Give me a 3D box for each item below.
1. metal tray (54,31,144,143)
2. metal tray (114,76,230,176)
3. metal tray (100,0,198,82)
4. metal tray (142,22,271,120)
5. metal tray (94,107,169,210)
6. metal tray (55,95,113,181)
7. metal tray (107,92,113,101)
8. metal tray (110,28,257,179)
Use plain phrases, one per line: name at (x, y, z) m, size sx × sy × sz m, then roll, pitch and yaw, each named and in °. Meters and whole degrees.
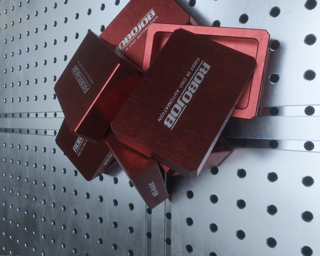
metal tray at (-0.077, -0.053, 0.356) m, size 0.090 × 0.030 × 0.130 m, roll -54°, pitch 37°, yaw 10°
metal tray at (0.011, -0.008, 0.360) m, size 0.130 × 0.091 × 0.030 m, roll 52°, pitch 121°, yaw 28°
metal tray at (-0.026, -0.114, 0.404) m, size 0.130 × 0.030 × 0.090 m, roll -43°, pitch 65°, yaw 15°
metal tray at (0.046, -0.063, 0.340) m, size 0.130 × 0.030 × 0.089 m, roll 10°, pitch 97°, yaw 19°
metal tray at (-0.033, 0.040, 0.377) m, size 0.030 × 0.130 × 0.090 m, roll -34°, pitch 62°, yaw -11°
metal tray at (-0.103, 0.010, 0.463) m, size 0.090 × 0.030 × 0.129 m, roll 47°, pitch 131°, yaw 12°
metal tray at (-0.072, -0.049, 0.466) m, size 0.090 × 0.030 × 0.129 m, roll 46°, pitch 117°, yaw 30°
metal tray at (0.025, -0.028, 0.304) m, size 0.090 × 0.030 × 0.130 m, roll 27°, pitch 72°, yaw 15°
